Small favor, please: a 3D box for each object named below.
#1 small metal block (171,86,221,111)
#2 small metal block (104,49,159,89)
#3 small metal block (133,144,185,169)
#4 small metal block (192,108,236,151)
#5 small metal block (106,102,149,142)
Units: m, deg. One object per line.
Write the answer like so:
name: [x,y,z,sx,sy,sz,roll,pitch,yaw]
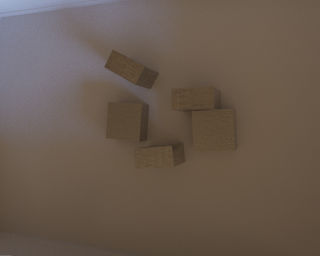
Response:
small metal block: [0.046,-0.034,0.381,0.050,0.050,0.025,-1,90,20]
small metal block: [-0.036,-0.076,0.410,0.050,0.050,0.025,31,100,17]
small metal block: [0.000,0.036,0.397,0.050,0.050,0.025,-6,88,20]
small metal block: [0.068,0.003,0.386,0.050,0.025,0.050,-2,89,20]
small metal block: [-0.044,-0.009,0.426,0.050,0.025,0.050,5,92,20]
